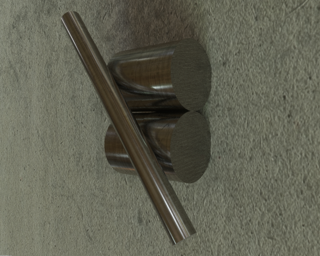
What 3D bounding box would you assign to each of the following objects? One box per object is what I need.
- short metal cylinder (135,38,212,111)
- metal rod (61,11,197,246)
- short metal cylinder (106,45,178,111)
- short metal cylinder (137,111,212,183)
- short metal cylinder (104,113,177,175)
[{"bbox_3d":[0.017,-0.059,0.357,0.050,0.081,0.079,1,91,40],"label":"short metal cylinder"},{"bbox_3d":[-0.046,-0.019,0.340,0.025,0.025,0.299,-44,64,31],"label":"metal rod"},{"bbox_3d":[-0.021,-0.060,0.389,0.050,0.081,0.079,1,91,40],"label":"short metal cylinder"},{"bbox_3d":[0.017,0.021,0.357,0.050,0.081,0.079,1,91,40],"label":"short metal cylinder"},{"bbox_3d":[-0.022,0.021,0.389,0.050,0.081,0.079,1,91,40],"label":"short metal cylinder"}]
